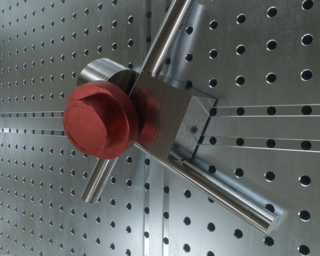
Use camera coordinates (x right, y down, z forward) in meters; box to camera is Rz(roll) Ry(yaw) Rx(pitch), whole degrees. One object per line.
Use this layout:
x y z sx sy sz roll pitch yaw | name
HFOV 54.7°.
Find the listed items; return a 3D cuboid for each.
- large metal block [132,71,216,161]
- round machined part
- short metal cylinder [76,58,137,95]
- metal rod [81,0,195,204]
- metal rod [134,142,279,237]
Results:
0.009 -0.016 0.380 0.080 0.050 0.079 32 110 35 | large metal block
-0.078 -0.005 0.375 0.098 0.042 0.097 13 116 28 | round machined part
-0.067 -0.050 0.426 0.050 0.081 0.079 31 109 35 | short metal cylinder
-0.035 -0.031 0.410 0.025 0.025 0.298 34 104 34 | metal rod
0.008 0.036 0.400 0.300 0.025 0.025 31 109 35 | metal rod
